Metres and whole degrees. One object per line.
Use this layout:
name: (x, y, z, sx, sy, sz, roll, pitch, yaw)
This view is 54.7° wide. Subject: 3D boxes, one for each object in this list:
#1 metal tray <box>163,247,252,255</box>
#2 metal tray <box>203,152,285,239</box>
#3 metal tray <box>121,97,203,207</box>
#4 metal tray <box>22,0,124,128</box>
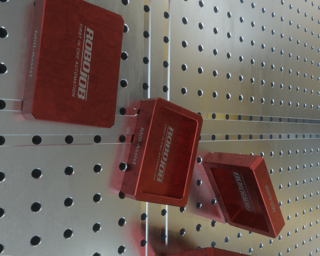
metal tray: (0.075, 0.196, 0.430, 0.131, 0.090, 0.030, 27, 48, -37)
metal tray: (0.129, 0.101, 0.478, 0.030, 0.090, 0.129, -37, 113, -34)
metal tray: (0.007, 0.034, 0.413, 0.091, 0.030, 0.129, 20, 77, -39)
metal tray: (-0.089, -0.068, 0.332, 0.091, 0.030, 0.129, 8, 85, -40)
